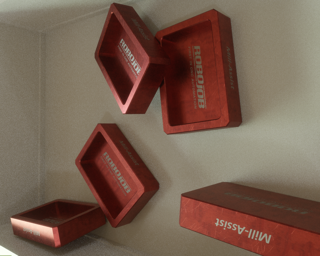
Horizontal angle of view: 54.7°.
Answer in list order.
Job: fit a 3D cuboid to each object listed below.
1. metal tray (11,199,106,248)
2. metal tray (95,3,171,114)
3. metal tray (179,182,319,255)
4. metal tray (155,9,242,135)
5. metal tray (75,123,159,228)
[{"bbox_3d":[-0.162,0.146,0.492,0.130,0.091,0.030,-5,96,39],"label":"metal tray"},{"bbox_3d":[-0.042,-0.092,0.411,0.130,0.030,0.089,60,136,33],"label":"metal tray"},{"bbox_3d":[0.095,0.083,0.285,0.130,0.091,0.030,7,94,39],"label":"metal tray"},{"bbox_3d":[0.042,-0.061,0.366,0.090,0.030,0.129,-9,84,39],"label":"metal tray"},{"bbox_3d":[-0.068,0.067,0.456,0.130,0.030,0.090,51,120,27],"label":"metal tray"}]
